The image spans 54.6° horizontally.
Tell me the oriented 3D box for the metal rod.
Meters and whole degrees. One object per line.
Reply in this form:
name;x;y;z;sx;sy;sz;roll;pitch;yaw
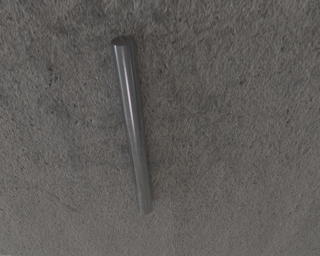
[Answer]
metal rod;-0.032;0.021;0.424;0.025;0.025;0.298;-2;130;2
